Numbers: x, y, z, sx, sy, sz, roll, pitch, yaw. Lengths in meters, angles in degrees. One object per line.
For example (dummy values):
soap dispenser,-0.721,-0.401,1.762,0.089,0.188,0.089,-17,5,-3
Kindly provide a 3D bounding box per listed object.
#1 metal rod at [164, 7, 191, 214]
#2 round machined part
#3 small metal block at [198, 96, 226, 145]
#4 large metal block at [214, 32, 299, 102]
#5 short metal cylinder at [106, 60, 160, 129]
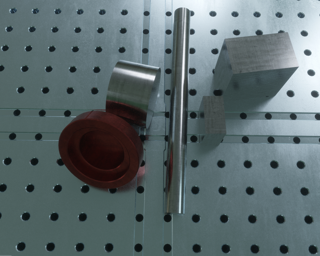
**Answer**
metal rod,0.026,-0.037,0.425,0.025,0.025,0.299,3,70,1
round machined part,-0.067,0.022,0.375,0.098,0.097,0.042,15,31,5
small metal block,0.067,-0.008,0.402,0.025,0.050,0.050,0,70,0
large metal block,0.123,-0.078,0.413,0.081,0.080,0.050,-7,70,-3
short metal cylinder,-0.033,-0.043,0.398,0.050,0.080,0.080,12,71,4
